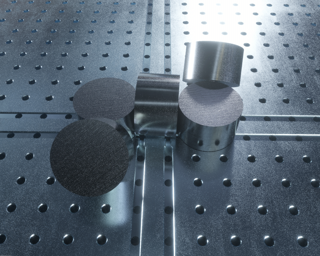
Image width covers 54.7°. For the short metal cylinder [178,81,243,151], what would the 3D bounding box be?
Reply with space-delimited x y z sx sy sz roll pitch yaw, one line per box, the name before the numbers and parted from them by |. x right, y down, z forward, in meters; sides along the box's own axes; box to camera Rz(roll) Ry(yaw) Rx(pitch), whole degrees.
short metal cylinder | 0.063 -0.016 0.405 0.081 0.050 0.080 0 50 0

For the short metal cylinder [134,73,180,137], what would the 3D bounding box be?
short metal cylinder | -0.002 -0.029 0.396 0.050 0.080 0.080 4 50 3

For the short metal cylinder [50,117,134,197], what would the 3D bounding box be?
short metal cylinder | -0.071 0.029 0.339 0.081 0.050 0.079 0 94 1

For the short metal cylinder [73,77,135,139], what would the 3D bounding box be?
short metal cylinder | -0.069 -0.021 0.407 0.081 0.050 0.080 0 50 0

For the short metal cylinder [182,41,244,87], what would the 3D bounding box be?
short metal cylinder | 0.075 -0.088 0.438 0.080 0.080 0.050 7 92 5
